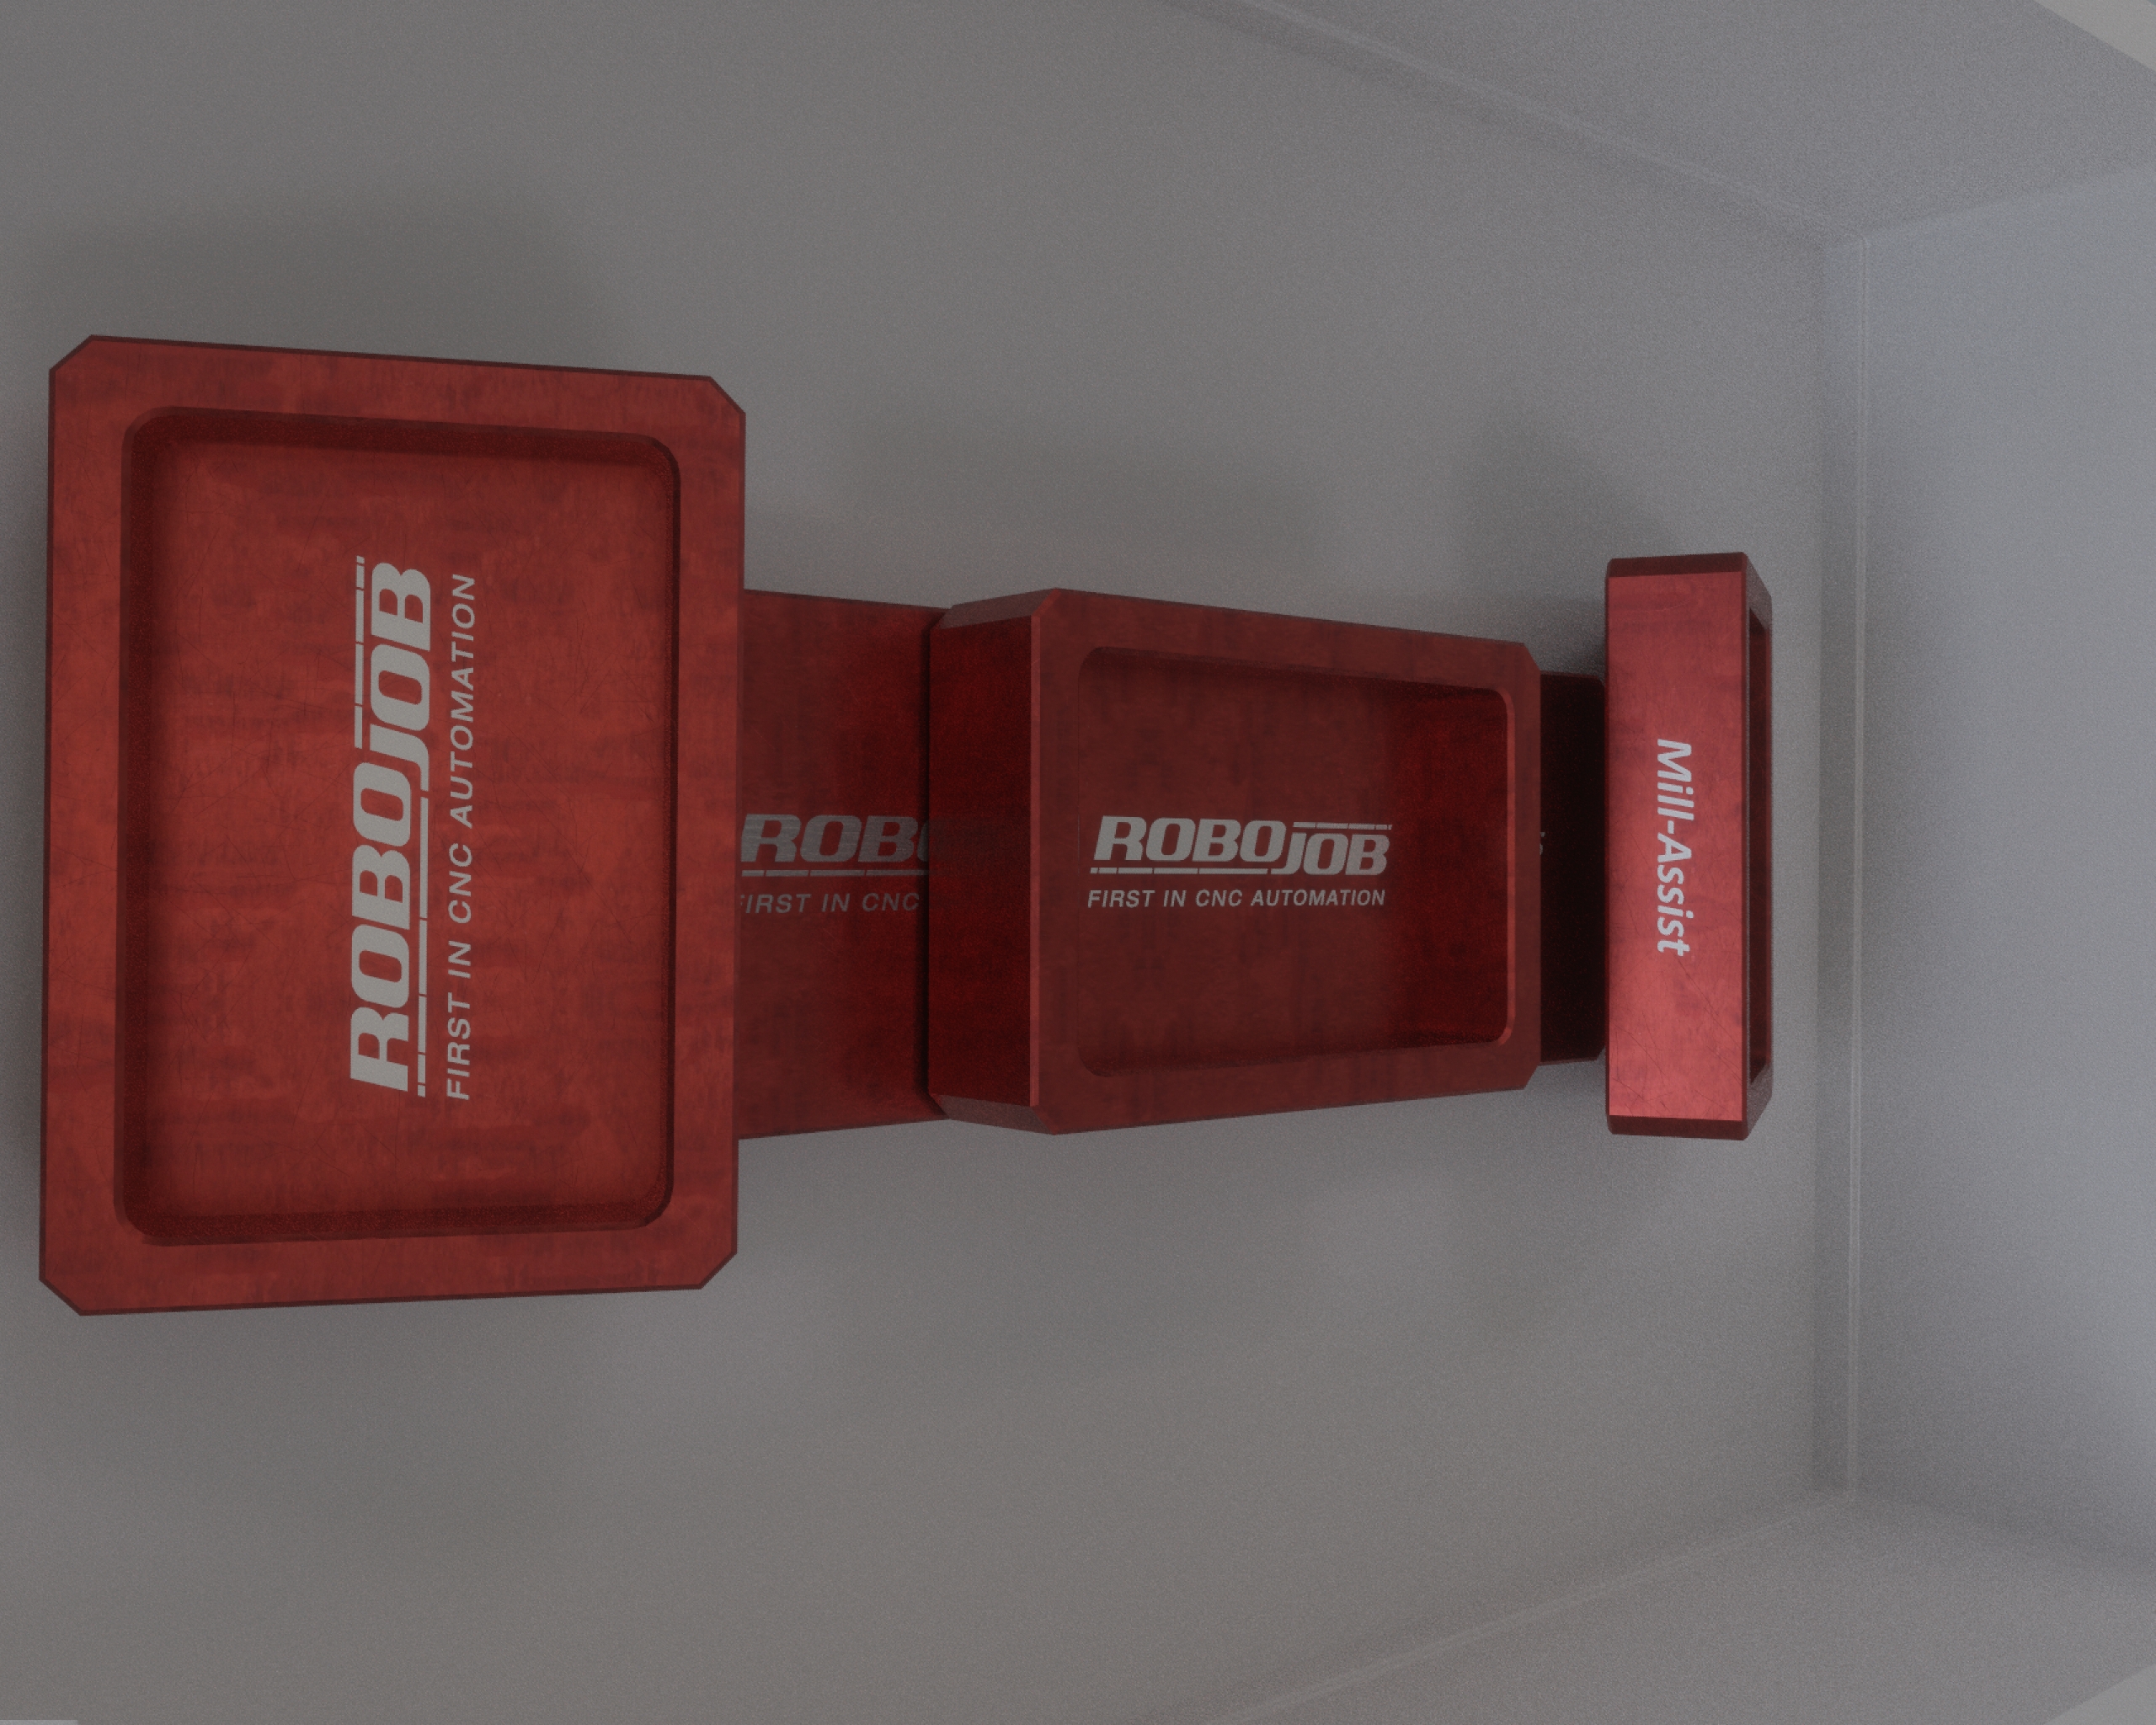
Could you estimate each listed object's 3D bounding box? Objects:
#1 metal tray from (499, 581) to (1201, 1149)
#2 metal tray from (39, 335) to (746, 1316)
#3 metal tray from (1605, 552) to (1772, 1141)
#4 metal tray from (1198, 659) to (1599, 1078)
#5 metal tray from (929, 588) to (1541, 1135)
[{"bbox_3d":[-0.036,0.000,0.373,0.131,0.030,0.089,0,90,-40],"label":"metal tray"},{"bbox_3d":[-0.095,-0.005,0.298,0.091,0.030,0.129,1,90,-15],"label":"metal tray"},{"bbox_3d":[0.148,-0.004,0.500,0.090,0.030,0.129,0,90,-68],"label":"metal tray"},{"bbox_3d":[0.065,0.001,0.456,0.131,0.030,0.089,0,90,-40],"label":"metal tray"},{"bbox_3d":[0.034,0.000,0.390,0.131,0.030,0.089,1,89,-40],"label":"metal tray"}]
